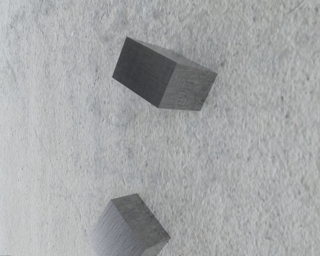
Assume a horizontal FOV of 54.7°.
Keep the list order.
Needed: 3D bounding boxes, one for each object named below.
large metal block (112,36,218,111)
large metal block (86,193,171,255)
[{"bbox_3d":[0.006,-0.062,0.363,0.080,0.081,0.050,36,112,34],"label":"large metal block"},{"bbox_3d":[-0.045,0.150,0.424,0.080,0.050,0.080,47,118,29],"label":"large metal block"}]
